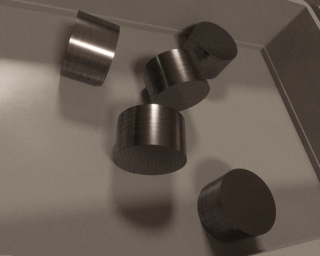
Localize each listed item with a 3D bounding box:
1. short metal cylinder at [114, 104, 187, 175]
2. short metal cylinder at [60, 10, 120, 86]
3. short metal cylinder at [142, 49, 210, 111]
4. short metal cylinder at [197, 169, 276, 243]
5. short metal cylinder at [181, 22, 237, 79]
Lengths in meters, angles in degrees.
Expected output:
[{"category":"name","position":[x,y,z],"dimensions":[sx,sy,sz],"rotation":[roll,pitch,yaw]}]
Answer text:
[{"category":"short metal cylinder","position":[-0.010,0.016,0.356],"dimensions":[0.081,0.080,0.050],"rotation":[14,56,-21]},{"category":"short metal cylinder","position":[-0.087,-0.097,0.384],"dimensions":[0.050,0.080,0.080],"rotation":[16,55,-20]},{"category":"short metal cylinder","position":[0.021,-0.062,0.421],"dimensions":[0.081,0.080,0.050],"rotation":[-4,64,-30]},{"category":"short metal cylinder","position":[0.094,0.097,0.383],"dimensions":[0.081,0.050,0.080],"rotation":[14,56,-21]},{"category":"short metal cylinder","position":[0.080,-0.128,0.513],"dimensions":[0.081,0.050,0.080],"rotation":[14,56,-21]}]
